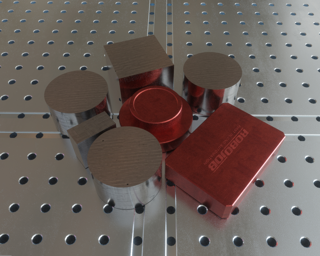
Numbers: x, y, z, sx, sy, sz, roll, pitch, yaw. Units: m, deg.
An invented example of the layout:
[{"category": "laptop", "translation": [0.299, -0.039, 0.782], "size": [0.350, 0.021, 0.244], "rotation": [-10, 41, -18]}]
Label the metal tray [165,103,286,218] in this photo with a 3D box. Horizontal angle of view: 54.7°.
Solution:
[{"category": "metal tray", "translation": [0.079, 0.032, 0.376], "size": [0.090, 0.030, 0.131], "rotation": [33, 57, 25]}]

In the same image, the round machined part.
[{"category": "round machined part", "translation": [-0.006, -0.019, 0.411], "size": [0.099, 0.042, 0.098], "rotation": [0, 50, 0]}]

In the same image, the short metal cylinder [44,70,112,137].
[{"category": "short metal cylinder", "translation": [-0.107, -0.032, 0.417], "size": [0.080, 0.050, 0.080], "rotation": [0, 50, 0]}]

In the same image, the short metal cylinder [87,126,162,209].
[{"category": "short metal cylinder", "translation": [-0.038, 0.044, 0.353], "size": [0.080, 0.050, 0.080], "rotation": [0, 50, 0]}]

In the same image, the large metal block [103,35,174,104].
[{"category": "large metal block", "translation": [-0.032, -0.090, 0.466], "size": [0.081, 0.050, 0.080], "rotation": [-17, 52, -14]}]

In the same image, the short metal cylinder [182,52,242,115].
[{"category": "short metal cylinder", "translation": [0.072, -0.064, 0.445], "size": [0.080, 0.050, 0.080], "rotation": [0, 50, 0]}]

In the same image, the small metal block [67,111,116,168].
[{"category": "small metal block", "translation": [-0.079, 0.015, 0.377], "size": [0.050, 0.050, 0.025], "rotation": [-30, 56, -23]}]
